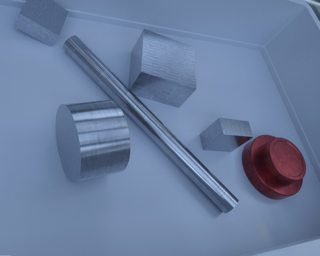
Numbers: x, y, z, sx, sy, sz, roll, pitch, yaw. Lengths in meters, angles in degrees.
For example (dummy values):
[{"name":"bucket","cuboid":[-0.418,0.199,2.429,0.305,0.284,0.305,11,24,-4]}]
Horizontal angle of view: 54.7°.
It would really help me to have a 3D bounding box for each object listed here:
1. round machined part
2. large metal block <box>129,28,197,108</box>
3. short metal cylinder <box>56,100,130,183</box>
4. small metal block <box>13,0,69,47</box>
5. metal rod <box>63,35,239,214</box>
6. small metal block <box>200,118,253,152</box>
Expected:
[{"name":"round machined part","cuboid":[0.175,0.053,0.459,0.099,0.042,0.098,14,56,-21]},{"name":"large metal block","cuboid":[0.003,-0.084,0.444,0.081,0.050,0.080,14,56,-21]},{"name":"short metal cylinder","cuboid":[-0.072,0.012,0.325,0.050,0.080,0.080,-9,66,-32]},{"name":"small metal block","cuboid":[-0.154,-0.143,0.404,0.050,0.025,0.050,27,52,-28]},{"name":"metal rod","cuboid":[-0.014,-0.007,0.403,0.300,0.025,0.025,46,51,3]},{"name":"small metal block","cuboid":[0.092,0.011,0.435,0.050,0.050,0.025,5,60,-26]}]
